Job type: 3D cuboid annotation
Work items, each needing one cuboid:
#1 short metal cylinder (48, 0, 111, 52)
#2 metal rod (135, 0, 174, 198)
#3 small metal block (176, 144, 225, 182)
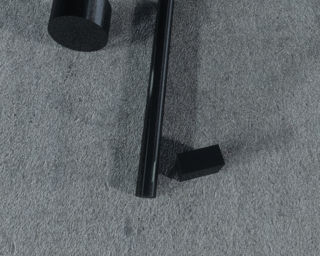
[{"bbox_3d":[-0.110,-0.150,0.432,0.081,0.080,0.050,3,70,1],"label":"short metal cylinder"},{"bbox_3d":[-0.004,-0.056,0.428,0.025,0.025,0.299,5,70,1],"label":"metal rod"},{"bbox_3d":[0.047,0.044,0.379,0.050,0.050,0.025,-13,71,-5],"label":"small metal block"}]
